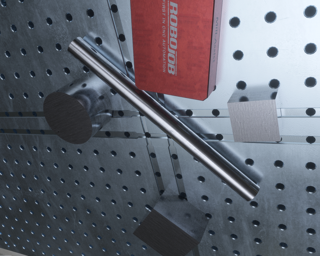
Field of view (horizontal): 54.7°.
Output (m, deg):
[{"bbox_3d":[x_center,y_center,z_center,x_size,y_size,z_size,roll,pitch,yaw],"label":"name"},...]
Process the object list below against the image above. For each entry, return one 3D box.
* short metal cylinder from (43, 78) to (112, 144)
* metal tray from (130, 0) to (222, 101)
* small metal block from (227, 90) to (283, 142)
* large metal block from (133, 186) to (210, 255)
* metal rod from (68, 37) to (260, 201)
[{"bbox_3d":[-0.116,-0.024,0.439,0.080,0.050,0.079,13,124,20],"label":"short metal cylinder"},{"bbox_3d":[0.016,-0.100,0.337,0.090,0.030,0.129,12,124,21],"label":"metal tray"},{"bbox_3d":[0.107,-0.012,0.347,0.050,0.025,0.050,-2,118,29],"label":"small metal block"},{"bbox_3d":[0.017,0.151,0.478,0.080,0.050,0.079,36,129,4],"label":"large metal block"},{"bbox_3d":[0.005,-0.011,0.400,0.300,0.025,0.025,40,129,0],"label":"metal rod"}]
